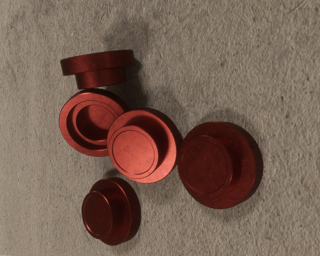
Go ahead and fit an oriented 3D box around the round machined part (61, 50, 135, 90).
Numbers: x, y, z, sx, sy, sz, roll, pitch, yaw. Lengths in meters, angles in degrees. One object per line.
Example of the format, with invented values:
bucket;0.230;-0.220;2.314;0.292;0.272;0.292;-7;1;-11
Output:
round machined part;-0.082;-0.079;0.425;0.098;0.099;0.042;0;104;39

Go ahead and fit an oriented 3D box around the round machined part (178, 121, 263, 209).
round machined part;0.059;0.041;0.344;0.098;0.042;0.097;0;90;39

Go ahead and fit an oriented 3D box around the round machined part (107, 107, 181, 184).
round machined part;-0.025;0.025;0.392;0.098;0.042;0.097;5;105;21

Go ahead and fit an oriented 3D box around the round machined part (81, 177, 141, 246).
round machined part;-0.078;0.124;0.456;0.098;0.042;0.097;0;90;39

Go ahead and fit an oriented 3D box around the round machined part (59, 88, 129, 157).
round machined part;-0.089;-0.011;0.442;0.099;0.042;0.097;1;115;2
